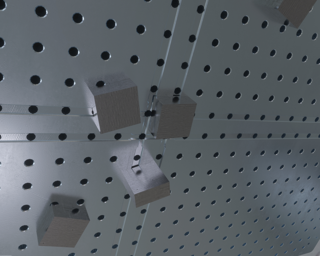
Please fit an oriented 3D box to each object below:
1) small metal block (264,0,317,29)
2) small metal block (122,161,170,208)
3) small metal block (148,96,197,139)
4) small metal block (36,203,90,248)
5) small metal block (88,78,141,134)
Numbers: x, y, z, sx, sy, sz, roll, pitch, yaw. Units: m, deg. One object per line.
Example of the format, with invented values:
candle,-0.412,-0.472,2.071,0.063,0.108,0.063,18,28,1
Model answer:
small metal block,0.172,-0.166,0.401,0.050,0.025,0.050,21,107,-36
small metal block,-0.020,0.077,0.431,0.050,0.050,0.025,-16,125,-19
small metal block,0.016,-0.014,0.410,0.050,0.025,0.050,-4,120,-27
small metal block,-0.132,0.133,0.421,0.050,0.025,0.050,20,108,-36
small metal block,-0.053,-0.026,0.366,0.050,0.025,0.050,-16,125,-19
